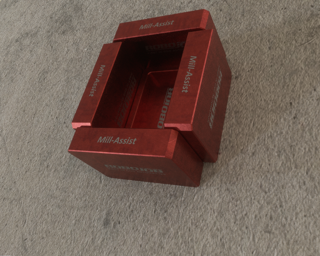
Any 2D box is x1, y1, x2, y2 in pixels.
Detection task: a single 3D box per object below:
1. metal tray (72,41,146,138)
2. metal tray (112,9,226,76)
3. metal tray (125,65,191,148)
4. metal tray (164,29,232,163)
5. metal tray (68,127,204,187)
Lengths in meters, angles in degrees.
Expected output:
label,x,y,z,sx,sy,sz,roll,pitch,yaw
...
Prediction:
label,x,y,z,sx,sy,sz,roll,pitch,yaw
metal tray,-0.058,-0.038,0.415,0.030,0.090,0.130,1,62,28
metal tray,0.014,-0.107,0.420,0.130,0.090,0.030,1,63,28
metal tray,0.008,-0.023,0.411,0.090,0.030,0.130,1,62,28
metal tray,0.050,-0.036,0.358,0.030,0.090,0.130,1,62,28
metal tray,-0.026,0.034,0.355,0.130,0.090,0.030,1,63,28
